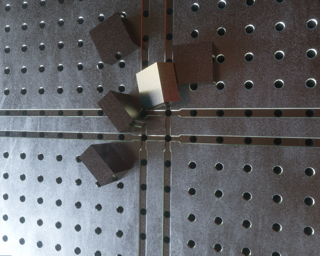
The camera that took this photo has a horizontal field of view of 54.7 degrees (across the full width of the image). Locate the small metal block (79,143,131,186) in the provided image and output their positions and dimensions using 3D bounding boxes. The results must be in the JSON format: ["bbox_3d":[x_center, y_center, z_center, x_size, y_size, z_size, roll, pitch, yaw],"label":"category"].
[{"bbox_3d":[-0.074,0.048,0.424,0.025,0.050,0.050,-45,76,14],"label":"small metal block"}]

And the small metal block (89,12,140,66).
[{"bbox_3d":[-0.064,-0.124,0.434,0.050,0.025,0.050,-28,81,17],"label":"small metal block"}]

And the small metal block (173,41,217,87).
[{"bbox_3d":[0.045,-0.081,0.396,0.050,0.025,0.050,-1,90,19],"label":"small metal block"}]

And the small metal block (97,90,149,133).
[{"bbox_3d":[-0.049,-0.021,0.415,0.025,0.050,0.050,-42,77,15],"label":"small metal block"}]

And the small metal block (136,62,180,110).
[{"bbox_3d":[-0.003,-0.053,0.400,0.050,0.025,0.050,-15,84,54],"label":"small metal block"}]
